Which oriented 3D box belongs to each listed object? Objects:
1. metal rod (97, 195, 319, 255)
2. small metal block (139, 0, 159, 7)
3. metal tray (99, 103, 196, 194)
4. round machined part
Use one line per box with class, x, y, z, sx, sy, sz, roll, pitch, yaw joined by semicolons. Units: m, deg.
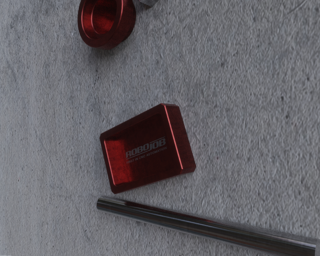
metal rod;0.029;0.115;0.379;0.300;0.025;0.025;0;90;39
small metal block;-0.011;-0.201;0.412;0.050;0.025;0.050;-34;69;34
metal tray;-0.022;0.031;0.417;0.130;0.030;0.090;-24;75;37
round machined part;-0.073;-0.163;0.452;0.098;0.042;0.097;0;90;39
